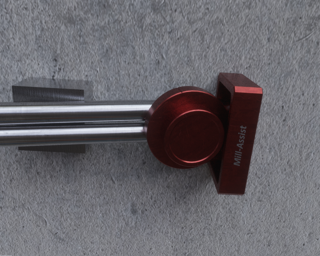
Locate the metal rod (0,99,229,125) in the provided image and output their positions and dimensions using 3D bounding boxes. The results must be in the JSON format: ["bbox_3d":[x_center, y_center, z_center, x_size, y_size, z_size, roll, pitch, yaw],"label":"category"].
[{"bbox_3d":[-0.065,-0.019,0.355,0.302,0.025,0.025,-2,111,-13],"label":"metal rod"}]

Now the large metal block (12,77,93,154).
[{"bbox_3d":[-0.129,-0.017,0.386,0.081,0.050,0.079,3,110,-2],"label":"large metal block"}]

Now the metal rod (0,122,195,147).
[{"bbox_3d":[-0.067,0.006,0.364,0.302,0.025,0.025,-2,111,-14],"label":"metal rod"}]

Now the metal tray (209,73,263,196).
[{"bbox_3d":[0.087,0.004,0.379,0.030,0.090,0.129,3,110,-2],"label":"metal tray"}]

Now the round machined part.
[{"bbox_3d":[0.034,0.005,0.352,0.099,0.042,0.097,-4,113,-10],"label":"round machined part"}]
